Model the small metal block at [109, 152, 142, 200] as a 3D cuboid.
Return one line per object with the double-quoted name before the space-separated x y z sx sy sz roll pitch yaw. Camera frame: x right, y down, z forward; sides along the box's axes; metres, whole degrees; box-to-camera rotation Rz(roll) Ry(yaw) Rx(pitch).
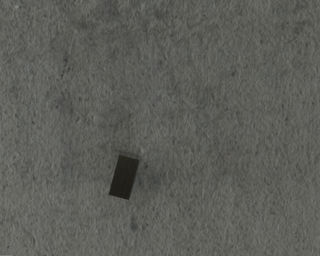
"small metal block" -0.043 0.059 0.397 0.025 0.050 0.050 15 90 0
